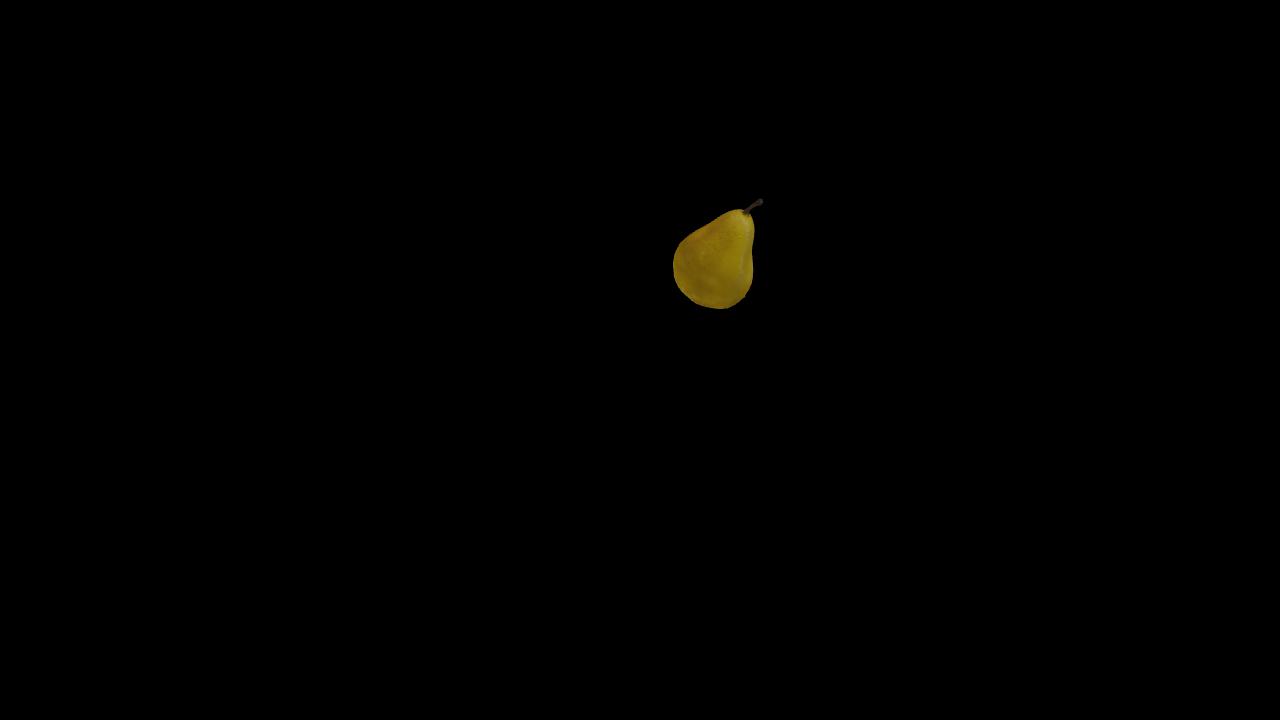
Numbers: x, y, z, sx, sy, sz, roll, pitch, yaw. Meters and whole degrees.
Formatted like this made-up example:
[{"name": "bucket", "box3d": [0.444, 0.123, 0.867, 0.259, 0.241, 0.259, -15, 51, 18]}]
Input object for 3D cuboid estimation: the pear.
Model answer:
[{"name": "pear", "box3d": [0.075, -0.105, 0.568, 0.080, 0.111, 0.080, 14, 31, -9]}]
